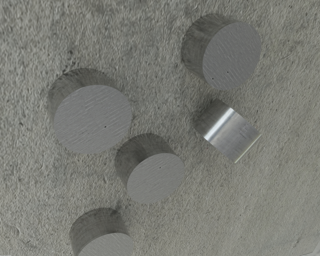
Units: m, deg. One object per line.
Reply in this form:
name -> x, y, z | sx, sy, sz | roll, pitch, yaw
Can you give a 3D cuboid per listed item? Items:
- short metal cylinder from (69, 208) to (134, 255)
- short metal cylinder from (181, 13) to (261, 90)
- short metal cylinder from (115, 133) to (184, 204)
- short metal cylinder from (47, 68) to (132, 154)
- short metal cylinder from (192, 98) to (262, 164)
short metal cylinder -> -0.085, 0.162, 0.445 | 0.081, 0.050, 0.079 | -14, 124, -21
short metal cylinder -> 0.073, -0.092, 0.373 | 0.081, 0.050, 0.079 | -14, 124, -21
short metal cylinder -> -0.015, 0.054, 0.416 | 0.081, 0.050, 0.079 | -14, 124, -21
short metal cylinder -> -0.077, -0.019, 0.337 | 0.081, 0.050, 0.079 | -14, 124, -21
short metal cylinder -> 0.091, 0.004, 0.423 | 0.050, 0.080, 0.080 | -50, 129, 7
